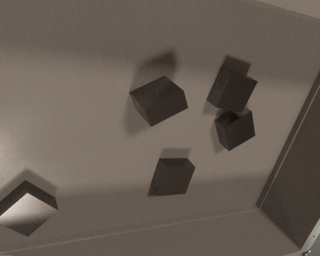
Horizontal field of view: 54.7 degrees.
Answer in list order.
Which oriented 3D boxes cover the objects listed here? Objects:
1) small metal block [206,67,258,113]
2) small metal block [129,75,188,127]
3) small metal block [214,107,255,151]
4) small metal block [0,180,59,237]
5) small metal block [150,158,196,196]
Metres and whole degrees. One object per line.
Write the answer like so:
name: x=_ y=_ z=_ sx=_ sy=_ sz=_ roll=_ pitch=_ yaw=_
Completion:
small metal block: x=0.101 y=-0.052 z=0.434 sx=0.050 sy=0.025 sz=0.050 roll=9 pitch=114 yaw=-33
small metal block: x=-0.002 y=-0.034 z=0.372 sx=0.050 sy=0.050 sz=0.025 roll=-27 pitch=128 yaw=-12
small metal block: x=0.115 y=0.000 z=0.474 sx=0.050 sy=0.025 sz=0.050 roll=-29 pitch=129 yaw=-10
small metal block: x=-0.164 y=0.099 z=0.381 sx=0.050 sy=0.025 sz=0.050 roll=-41 pitch=130 yaw=0
small metal block: x=0.019 y=0.073 z=0.466 sx=0.050 sy=0.025 sz=0.050 roll=3 pitch=117 yaw=-30
